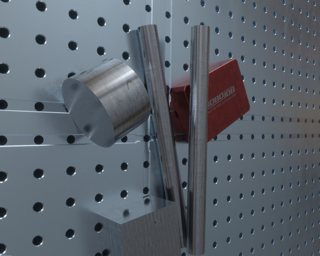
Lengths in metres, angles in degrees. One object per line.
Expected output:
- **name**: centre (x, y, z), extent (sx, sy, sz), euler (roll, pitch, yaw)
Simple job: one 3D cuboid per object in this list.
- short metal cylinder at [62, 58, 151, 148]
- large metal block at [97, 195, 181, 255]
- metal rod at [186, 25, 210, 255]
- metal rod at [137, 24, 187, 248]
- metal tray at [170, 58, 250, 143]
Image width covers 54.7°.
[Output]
- **short metal cylinder**: centre (-0.057, -0.026, 0.326), extent (0.050, 0.080, 0.080), euler (-38, 114, -33)
- **large metal block**: centre (-0.023, 0.135, 0.374), extent (0.081, 0.050, 0.079), euler (-10, 97, -40)
- **metal rod**: centre (0.051, 0.016, 0.412), extent (0.025, 0.025, 0.298), euler (0, 91, -40)
- **metal rod**: centre (0.007, 0.017, 0.415), extent (0.025, 0.025, 0.298), euler (-16, 100, -39)
- **metal tray**: centre (0.081, -0.043, 0.474), extent (0.131, 0.030, 0.090), euler (-33, 110, -35)
